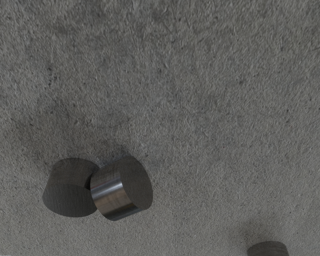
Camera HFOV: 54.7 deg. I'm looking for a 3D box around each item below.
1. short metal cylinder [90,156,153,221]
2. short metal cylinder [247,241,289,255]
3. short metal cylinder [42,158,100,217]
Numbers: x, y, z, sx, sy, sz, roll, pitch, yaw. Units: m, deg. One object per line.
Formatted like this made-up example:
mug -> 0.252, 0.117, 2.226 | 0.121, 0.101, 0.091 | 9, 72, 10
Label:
short metal cylinder -> -0.053, 0.086, 0.444 | 0.050, 0.080, 0.080 | -26, 126, 20
short metal cylinder -> 0.222, 0.272, 0.624 | 0.081, 0.050, 0.079 | 0, 130, 0
short metal cylinder -> -0.129, 0.090, 0.466 | 0.081, 0.050, 0.079 | 0, 130, 0
